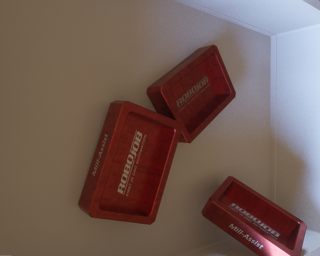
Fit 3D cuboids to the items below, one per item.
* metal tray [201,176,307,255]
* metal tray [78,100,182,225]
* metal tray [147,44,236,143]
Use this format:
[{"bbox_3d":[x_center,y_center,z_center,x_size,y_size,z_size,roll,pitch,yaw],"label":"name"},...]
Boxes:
[{"bbox_3d":[0.135,0.130,0.442,0.091,0.130,0.030,-26,143,-56],"label":"metal tray"},{"bbox_3d":[-0.031,0.042,0.366,0.091,0.030,0.129,21,83,-36],"label":"metal tray"},{"bbox_3d":[0.050,-0.050,0.445,0.131,0.030,0.090,-42,116,-32],"label":"metal tray"}]
